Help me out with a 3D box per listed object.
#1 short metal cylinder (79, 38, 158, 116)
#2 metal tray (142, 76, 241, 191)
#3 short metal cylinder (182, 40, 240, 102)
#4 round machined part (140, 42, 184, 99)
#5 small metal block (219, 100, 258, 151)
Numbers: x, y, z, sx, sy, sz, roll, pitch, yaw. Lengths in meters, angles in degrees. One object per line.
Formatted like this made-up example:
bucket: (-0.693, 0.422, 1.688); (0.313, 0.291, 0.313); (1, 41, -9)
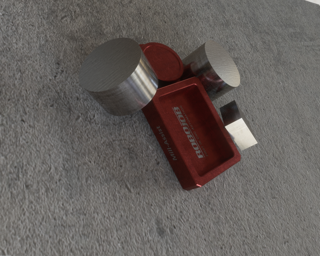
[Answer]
short metal cylinder: (-0.049, -0.061, 0.373); (0.050, 0.080, 0.080); (54, 32, -51)
metal tray: (0.041, 0.004, 0.407); (0.091, 0.030, 0.130); (-24, 84, -37)
short metal cylinder: (0.076, -0.084, 0.468); (0.080, 0.050, 0.080); (27, 47, -33)
round machined part: (-0.006, -0.083, 0.443); (0.099, 0.042, 0.098); (14, 56, -21)
small metal block: (0.112, -0.004, 0.445); (0.050, 0.025, 0.050); (51, 21, -27)
